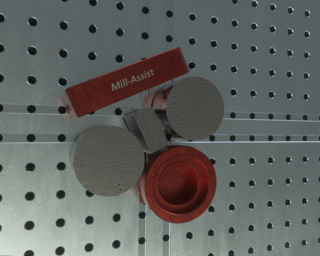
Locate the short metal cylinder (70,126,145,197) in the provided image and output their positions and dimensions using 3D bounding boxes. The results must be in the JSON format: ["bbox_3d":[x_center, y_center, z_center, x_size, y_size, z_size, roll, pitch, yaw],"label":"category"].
[{"bbox_3d":[-0.064,0.037,0.372,0.081,0.050,0.079,0,90,-20],"label":"short metal cylinder"}]

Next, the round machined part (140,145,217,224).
[{"bbox_3d":[0.021,0.071,0.407,0.099,0.042,0.097,0,90,-20],"label":"round machined part"}]

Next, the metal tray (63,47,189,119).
[{"bbox_3d":[-0.043,-0.050,0.358,0.131,0.090,0.030,-25,99,-18],"label":"metal tray"}]

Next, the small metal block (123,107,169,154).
[{"bbox_3d":[-0.018,0.002,0.388,0.025,0.050,0.050,-27,99,-18],"label":"small metal block"}]

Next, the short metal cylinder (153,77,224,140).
[{"bbox_3d":[0.036,-0.024,0.409,0.081,0.050,0.079,0,90,-20],"label":"short metal cylinder"}]
